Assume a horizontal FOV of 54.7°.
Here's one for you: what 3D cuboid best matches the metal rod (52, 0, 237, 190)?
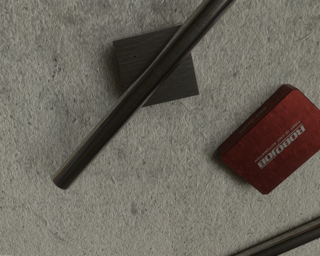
[{"bbox_3d":[-0.022,-0.040,0.341,0.025,0.025,0.299,39,105,-14],"label":"metal rod"}]

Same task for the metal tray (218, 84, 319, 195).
[{"bbox_3d":[0.155,0.017,0.416,0.090,0.030,0.130,40,105,-14],"label":"metal tray"}]

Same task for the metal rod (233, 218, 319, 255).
[{"bbox_3d":[0.199,0.174,0.476,0.301,0.025,0.025,-28,108,9],"label":"metal rod"}]

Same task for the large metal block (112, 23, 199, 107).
[{"bbox_3d":[-0.003,-0.075,0.369,0.080,0.050,0.079,-13,110,4],"label":"large metal block"}]
